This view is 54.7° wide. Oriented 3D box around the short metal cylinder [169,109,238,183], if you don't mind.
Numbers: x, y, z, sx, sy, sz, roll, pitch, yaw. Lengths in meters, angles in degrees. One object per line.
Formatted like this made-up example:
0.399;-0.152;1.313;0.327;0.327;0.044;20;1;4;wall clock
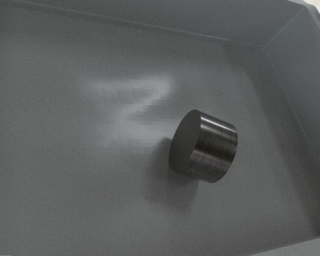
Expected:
0.052;0.023;0.386;0.050;0.080;0.080;21;54;-16;short metal cylinder
